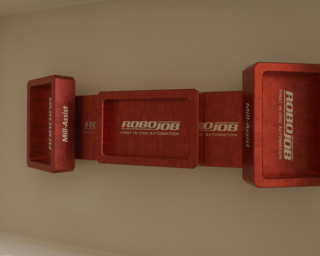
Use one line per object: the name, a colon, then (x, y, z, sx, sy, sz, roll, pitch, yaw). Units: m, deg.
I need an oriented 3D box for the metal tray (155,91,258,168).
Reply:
metal tray: (0.059, 0.001, 0.386, 0.130, 0.030, 0.089, 0, 90, 20)

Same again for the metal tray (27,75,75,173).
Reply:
metal tray: (-0.157, -0.006, 0.443, 0.090, 0.030, 0.129, 1, 90, 45)

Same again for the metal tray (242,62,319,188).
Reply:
metal tray: (0.138, -0.003, 0.337, 0.091, 0.030, 0.129, 0, 90, -9)

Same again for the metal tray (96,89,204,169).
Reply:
metal tray: (-0.014, 0.000, 0.379, 0.130, 0.030, 0.089, 1, 90, 20)

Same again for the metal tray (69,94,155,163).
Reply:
metal tray: (-0.063, 0.000, 0.430, 0.130, 0.030, 0.089, 0, 90, 20)
